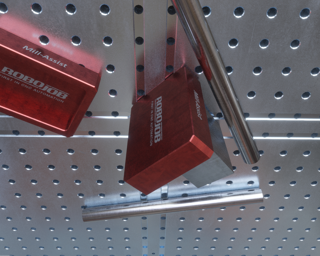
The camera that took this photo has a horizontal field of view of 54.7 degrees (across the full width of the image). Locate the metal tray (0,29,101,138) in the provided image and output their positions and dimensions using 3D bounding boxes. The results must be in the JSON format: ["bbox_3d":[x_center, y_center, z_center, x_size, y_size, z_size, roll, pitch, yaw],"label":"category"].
[{"bbox_3d":[-0.148,-0.049,0.364,0.131,0.030,0.089,24,126,-20],"label":"metal tray"}]

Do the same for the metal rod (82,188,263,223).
[{"bbox_3d":[0.018,0.131,0.523,0.302,0.025,0.025,-8,130,6],"label":"metal rod"}]

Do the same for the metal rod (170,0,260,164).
[{"bbox_3d":[0.067,-0.059,0.362,0.025,0.025,0.299,-21,128,16],"label":"metal rod"}]

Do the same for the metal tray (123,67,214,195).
[{"bbox_3d":[0.006,-0.002,0.342,0.090,0.130,0.030,-35,122,25],"label":"metal tray"}]

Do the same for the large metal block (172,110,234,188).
[{"bbox_3d":[0.043,0.015,0.382,0.050,0.080,0.080,-28,133,21],"label":"large metal block"}]
